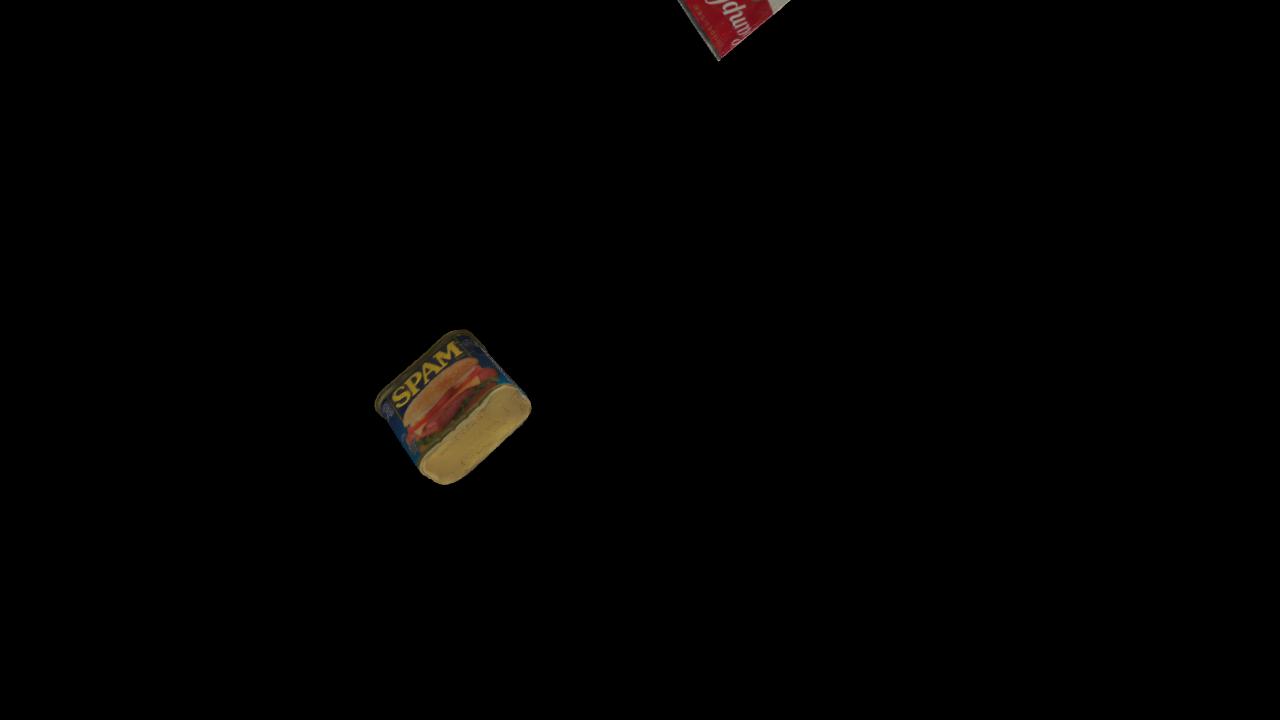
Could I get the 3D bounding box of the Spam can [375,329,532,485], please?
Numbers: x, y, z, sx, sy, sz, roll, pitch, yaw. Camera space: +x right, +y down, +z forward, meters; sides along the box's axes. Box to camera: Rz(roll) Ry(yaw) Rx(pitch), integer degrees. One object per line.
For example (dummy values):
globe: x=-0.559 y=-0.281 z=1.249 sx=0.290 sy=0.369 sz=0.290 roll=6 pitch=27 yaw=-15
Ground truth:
Spam can: x=-0.152 y=0.039 z=0.503 sx=0.085 sy=0.101 sz=0.058 roll=41 pitch=-10 yaw=35

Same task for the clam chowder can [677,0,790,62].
clam chowder can: x=0.079 y=-0.281 z=0.448 sx=0.102 sy=0.068 sz=0.068 roll=-34 pitch=-13 yaw=20
